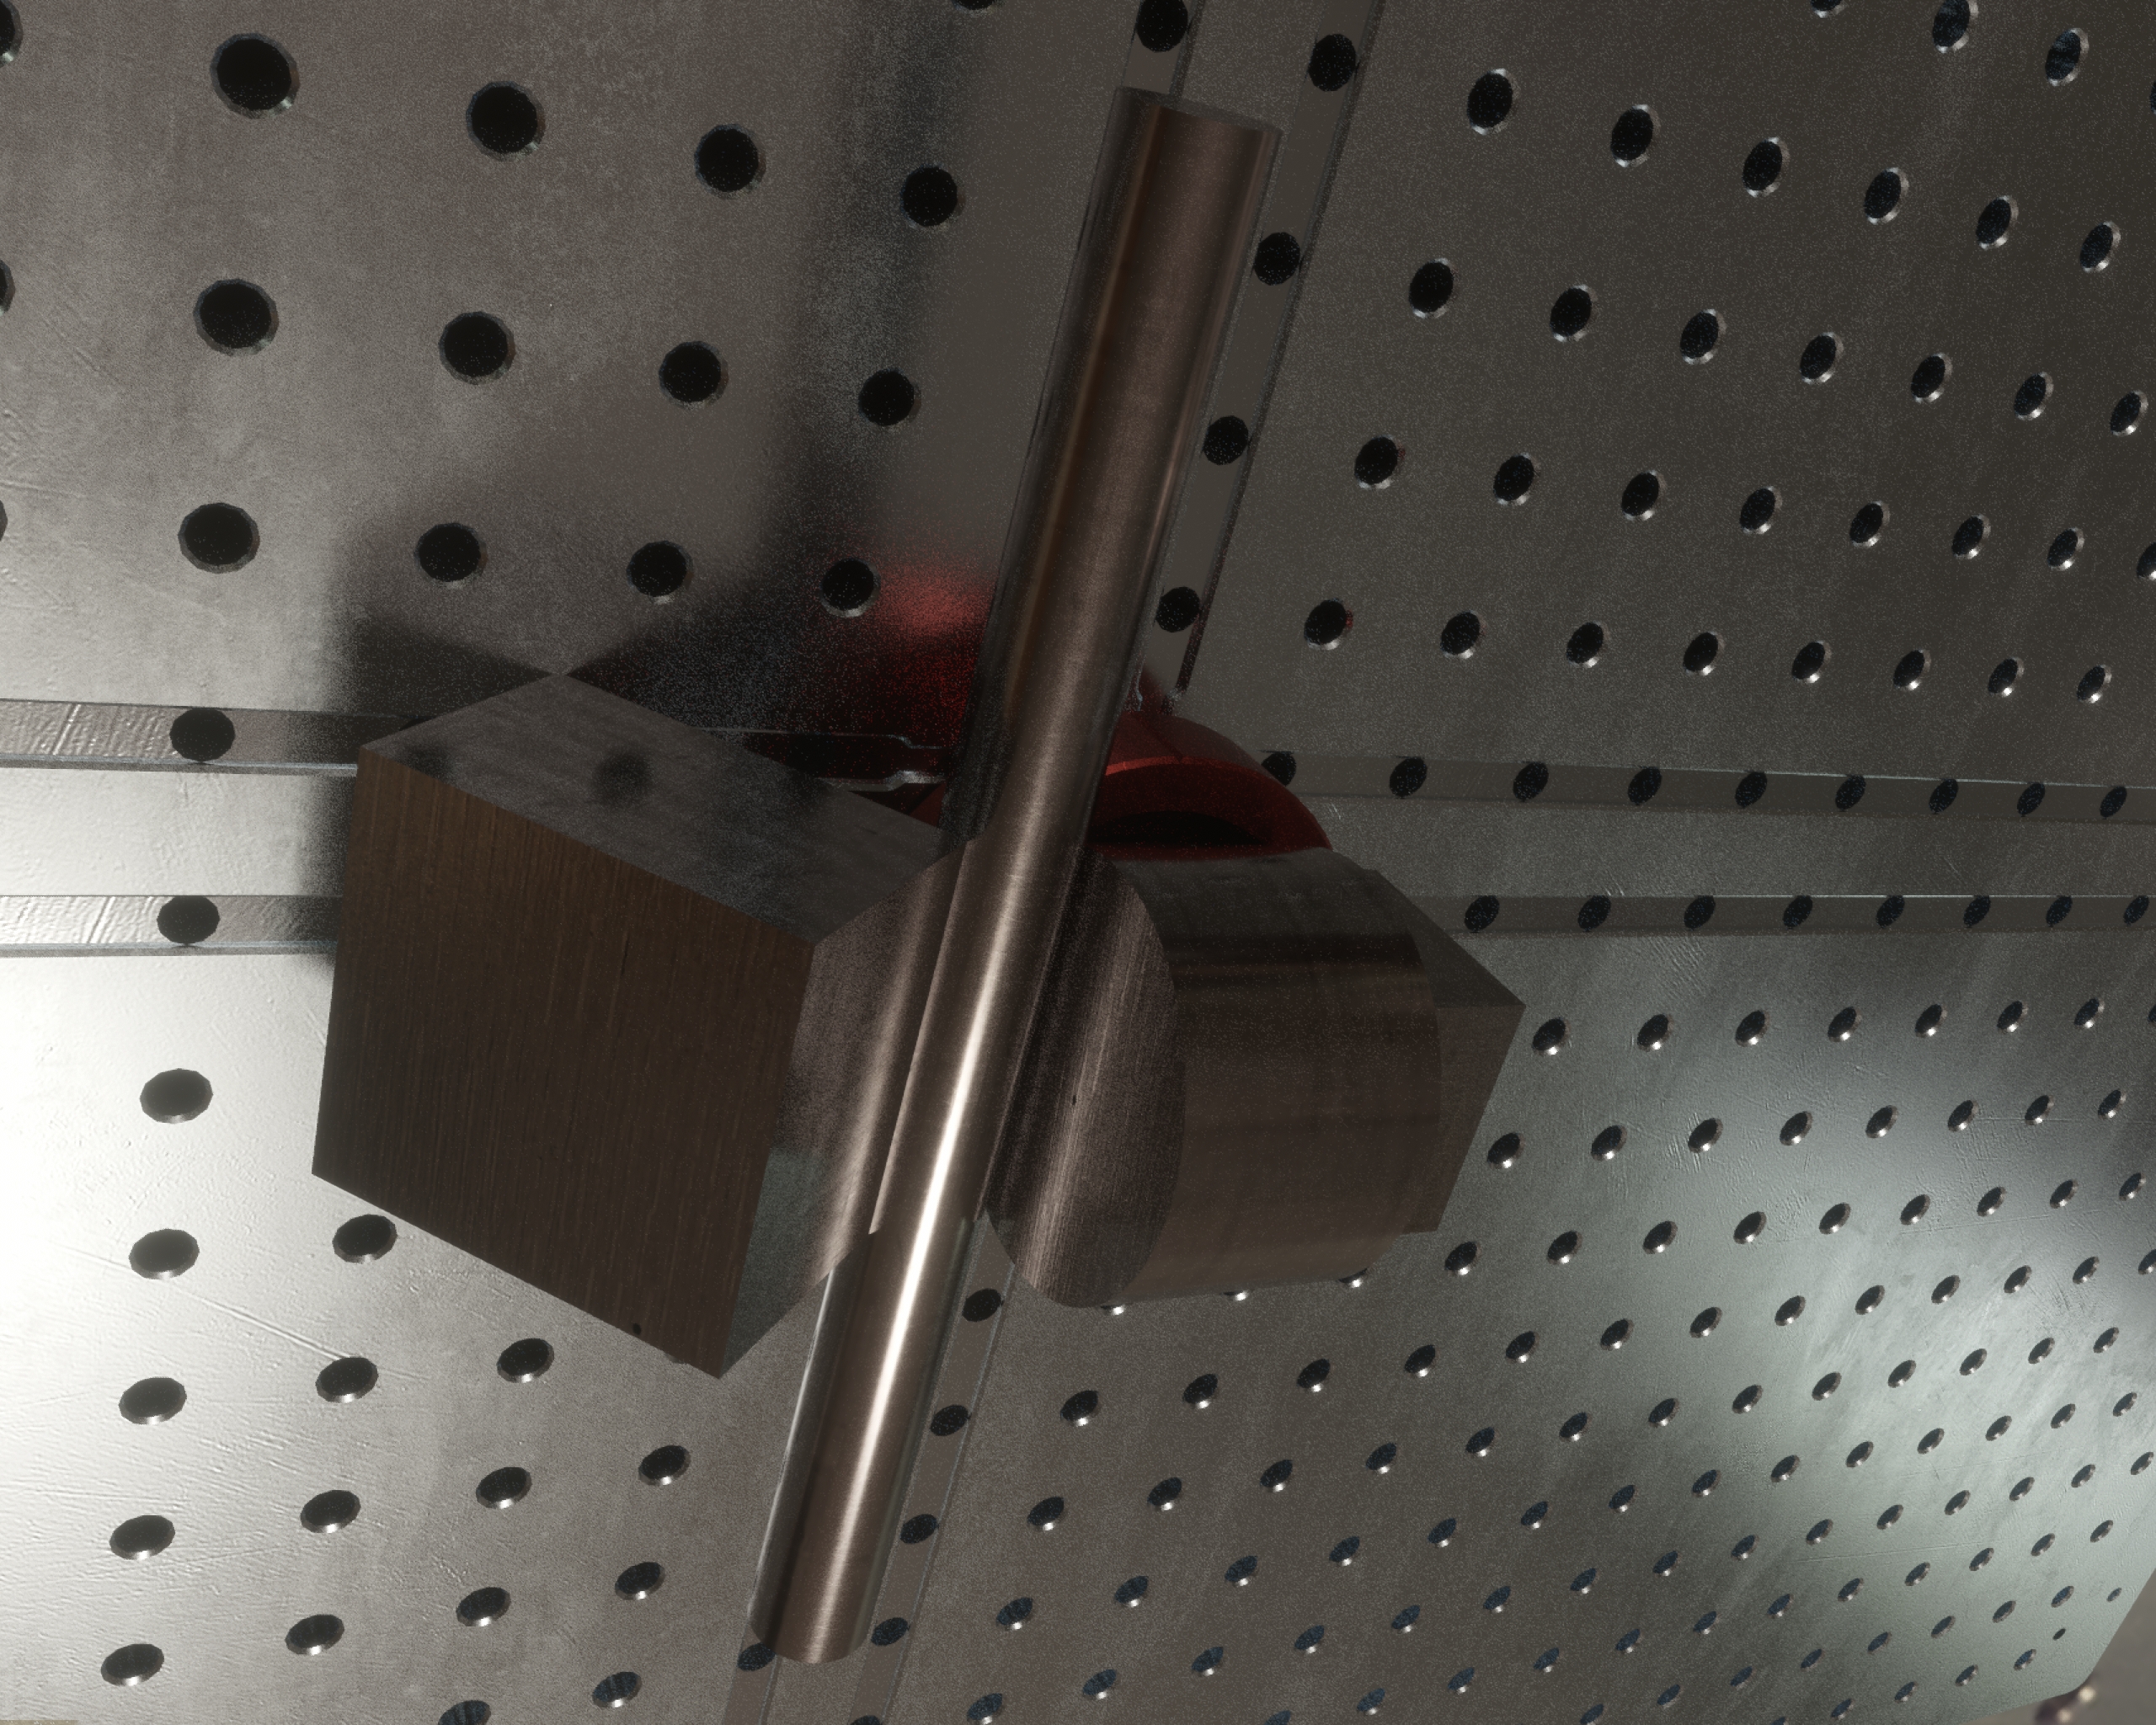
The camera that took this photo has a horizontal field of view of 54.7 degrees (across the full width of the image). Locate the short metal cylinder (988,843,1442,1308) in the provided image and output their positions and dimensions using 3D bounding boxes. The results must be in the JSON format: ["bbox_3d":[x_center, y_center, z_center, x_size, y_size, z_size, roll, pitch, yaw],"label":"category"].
[{"bbox_3d":[0.019,0.036,0.371,0.050,0.080,0.079,1,118,-29],"label":"short metal cylinder"}]

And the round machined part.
[{"bbox_3d":[-0.001,0.014,0.408,0.099,0.042,0.097,-14,125,-21],"label":"round machined part"}]

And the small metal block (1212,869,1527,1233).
[{"bbox_3d":[0.052,0.035,0.392,0.025,0.050,0.050,1,118,-30],"label":"small metal block"}]

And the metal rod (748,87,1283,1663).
[{"bbox_3d":[-0.019,0.022,0.362,0.025,0.025,0.298,1,118,-29],"label":"metal rod"}]

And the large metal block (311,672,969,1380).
[{"bbox_3d":[-0.073,0.024,0.344,0.050,0.080,0.079,-39,148,-61],"label":"large metal block"}]
